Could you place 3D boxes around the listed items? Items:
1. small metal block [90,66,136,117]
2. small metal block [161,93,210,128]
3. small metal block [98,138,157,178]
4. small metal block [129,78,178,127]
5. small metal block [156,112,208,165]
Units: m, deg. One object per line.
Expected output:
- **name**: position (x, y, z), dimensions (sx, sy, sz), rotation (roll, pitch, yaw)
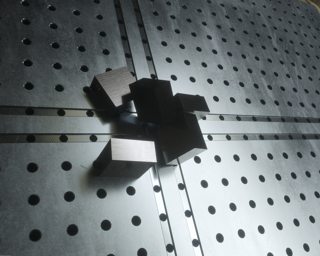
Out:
- **small metal block**: position (-0.055, -0.049, 0.410), dimensions (0.050, 0.025, 0.050), rotation (-27, 77, -37)
- **small metal block**: position (0.030, -0.021, 0.417), dimensions (0.050, 0.050, 0.025), rotation (2, 61, -41)
- **small metal block**: position (-0.038, 0.036, 0.351), dimensions (0.050, 0.050, 0.025), rotation (6, 59, -26)
- **small metal block**: position (-0.008, -0.033, 0.387), dimensions (0.025, 0.050, 0.050), rotation (-32, 121, -33)
- **small metal block**: position (0.027, 0.014, 0.396), dimensions (0.025, 0.050, 0.050), rotation (9, 56, -45)
